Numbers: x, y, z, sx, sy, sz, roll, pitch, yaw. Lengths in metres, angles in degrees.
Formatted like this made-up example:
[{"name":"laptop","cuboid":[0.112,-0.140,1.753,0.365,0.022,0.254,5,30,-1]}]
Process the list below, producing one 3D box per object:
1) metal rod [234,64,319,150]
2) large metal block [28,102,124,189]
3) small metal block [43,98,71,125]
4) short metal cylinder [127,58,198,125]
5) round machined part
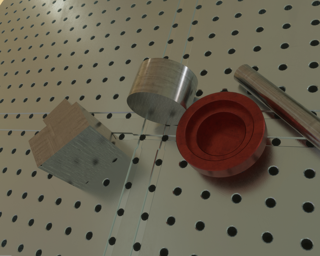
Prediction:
[{"name":"metal rod","cuboid":[0.176,0.022,0.302,0.025,0.025,0.300,-39,51,2]},{"name":"large metal block","cuboid":[-0.110,0.025,0.413,0.080,0.080,0.050,-39,51,1]},{"name":"small metal block","cuboid":[-0.151,-0.012,0.492,0.050,0.025,0.050,-46,51,-4]},{"name":"short metal cylinder","cuboid":[0.004,-0.045,0.397,0.080,0.080,0.050,4,64,29]},{"name":"round machined part","cuboid":[0.071,0.010,0.353,0.098,0.042,0.098,-13,56,20]}]
